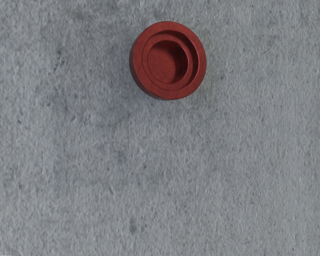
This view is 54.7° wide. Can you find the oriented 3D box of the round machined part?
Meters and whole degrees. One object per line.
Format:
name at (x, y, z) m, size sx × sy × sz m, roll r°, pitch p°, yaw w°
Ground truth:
round machined part at (0.007, -0.084, 0.404) m, size 0.099 × 0.042 × 0.097 m, roll 0°, pitch 90°, yaw -21°
